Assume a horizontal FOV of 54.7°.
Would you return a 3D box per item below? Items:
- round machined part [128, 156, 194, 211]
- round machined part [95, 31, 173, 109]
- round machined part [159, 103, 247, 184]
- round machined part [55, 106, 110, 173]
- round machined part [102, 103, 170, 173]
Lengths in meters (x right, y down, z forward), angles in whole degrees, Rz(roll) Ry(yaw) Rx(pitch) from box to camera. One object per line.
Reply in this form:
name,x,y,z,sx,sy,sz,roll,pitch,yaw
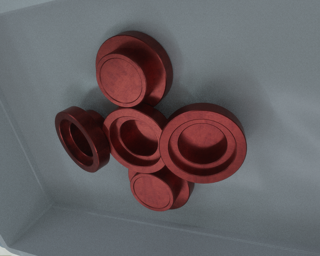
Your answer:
round machined part,-0.004,0.081,0.448,0.098,0.042,0.097,13,124,21
round machined part,-0.038,-0.064,0.376,0.098,0.042,0.097,13,124,21
round machined part,0.050,0.014,0.367,0.098,0.042,0.097,4,118,7
round machined part,-0.104,0.012,0.448,0.098,0.042,0.097,28,135,32
round machined part,-0.024,0.009,0.413,0.098,0.042,0.097,13,124,21
